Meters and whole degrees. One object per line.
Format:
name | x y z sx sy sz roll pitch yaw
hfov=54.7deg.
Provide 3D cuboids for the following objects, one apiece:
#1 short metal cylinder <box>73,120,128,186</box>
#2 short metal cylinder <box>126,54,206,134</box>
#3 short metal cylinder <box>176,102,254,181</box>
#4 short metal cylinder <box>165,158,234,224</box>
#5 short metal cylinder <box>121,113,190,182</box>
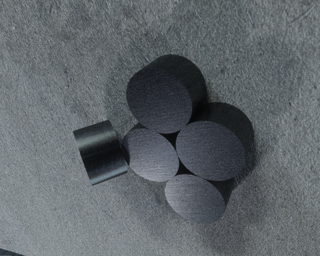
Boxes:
short metal cylinder | -0.083 0.034 0.430 0.080 0.050 0.080 161 90 -76
short metal cylinder | 0.008 -0.040 0.363 0.080 0.050 0.079 13 124 21
short metal cylinder | 0.066 0.015 0.367 0.080 0.050 0.079 13 124 21
short metal cylinder | 0.054 0.079 0.413 0.080 0.050 0.079 13 124 21
short metal cylinder | -0.003 0.023 0.408 0.080 0.050 0.079 13 124 21
